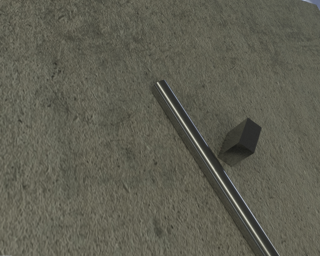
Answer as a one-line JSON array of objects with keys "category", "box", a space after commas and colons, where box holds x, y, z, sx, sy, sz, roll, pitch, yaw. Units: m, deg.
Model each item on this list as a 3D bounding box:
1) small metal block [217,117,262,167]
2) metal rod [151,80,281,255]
[{"category": "small metal block", "box": [0.112, 0.021, 0.438, 0.025, 0.050, 0.050, 36, 51, -5]}, {"category": "metal rod", "box": [0.075, 0.063, 0.407, 0.025, 0.025, 0.299, -22, 74, -36]}]
